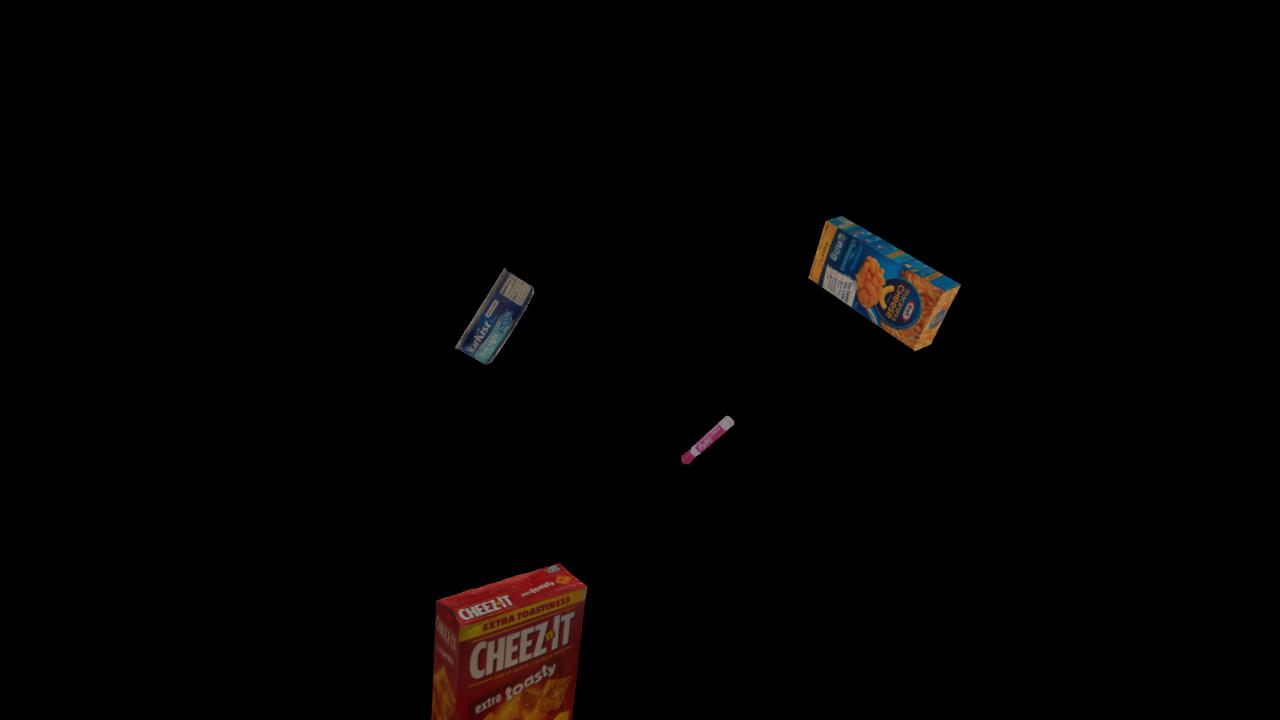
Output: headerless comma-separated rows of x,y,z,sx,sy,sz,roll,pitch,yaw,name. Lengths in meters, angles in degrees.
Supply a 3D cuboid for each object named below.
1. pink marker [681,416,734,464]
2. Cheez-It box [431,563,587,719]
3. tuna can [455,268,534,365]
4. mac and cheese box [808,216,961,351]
0.108,0.133,1.002,0.020,0.020,0.121,0,-39,-48,pink marker
-0.155,0.373,0.731,0.166,0.223,0.071,-3,14,-41,Cheez-It box
-0.129,-0.038,0.550,0.034,0.084,0.084,32,-9,-15,tuna can
0.305,-0.102,0.791,0.041,0.093,0.184,-20,47,-30,mac and cheese box
